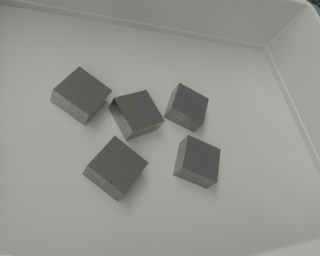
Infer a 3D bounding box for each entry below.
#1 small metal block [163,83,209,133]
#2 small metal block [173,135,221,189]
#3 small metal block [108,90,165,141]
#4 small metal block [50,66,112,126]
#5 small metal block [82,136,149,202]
[{"bbox_3d":[0.038,-0.029,0.444,0.050,0.025,0.050,27,52,-11],"label":"small metal block"},{"bbox_3d":[0.049,0.044,0.405,0.050,0.025,0.050,24,53,-14],"label":"small metal block"},{"bbox_3d":[-0.030,-0.017,0.400,0.050,0.025,0.050,-19,72,-35],"label":"small metal block"},{"bbox_3d":[-0.096,-0.040,0.378,0.050,0.025,0.050,37,51,-4],"label":"small metal block"},{"bbox_3d":[-0.050,0.046,0.351,0.050,0.025,0.050,39,51,-2],"label":"small metal block"}]
